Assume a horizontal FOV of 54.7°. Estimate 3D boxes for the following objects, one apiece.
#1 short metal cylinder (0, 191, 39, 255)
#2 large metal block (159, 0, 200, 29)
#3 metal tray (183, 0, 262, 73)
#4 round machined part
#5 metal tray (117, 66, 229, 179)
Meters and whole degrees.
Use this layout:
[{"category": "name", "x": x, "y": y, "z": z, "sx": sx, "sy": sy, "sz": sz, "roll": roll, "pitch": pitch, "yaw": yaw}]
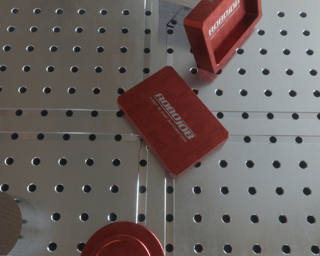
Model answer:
[{"category": "short metal cylinder", "x": -0.188, "y": 0.115, "z": 0.355, "sx": 0.081, "sy": 0.050, "sz": 0.080, "roll": 0, "pitch": 70, "yaw": 0}, {"category": "large metal block", "x": 0.049, "y": -0.198, "z": 0.471, "sx": 0.080, "sy": 0.050, "sz": 0.080, "roll": 17, "pitch": 71, "yaw": 6}, {"category": "metal tray", "x": 0.092, "y": -0.152, "z": 0.430, "sx": 0.030, "sy": 0.090, "sz": 0.130, "roll": 28, "pitch": 71, "yaw": 35}, {"category": "round machined part", "x": -0.042, "y": 0.155, "z": 0.346, "sx": 0.099, "sy": 0.042, "sz": 0.098, "roll": 0, "pitch": 70, "yaw": 0}, {"category": "metal tray", "x": 0.016, "y": -0.010, "z": 0.413, "sx": 0.090, "sy": 0.030, "sz": 0.130, "roll": -35, "pitch": 74, "yaw": -12}]
